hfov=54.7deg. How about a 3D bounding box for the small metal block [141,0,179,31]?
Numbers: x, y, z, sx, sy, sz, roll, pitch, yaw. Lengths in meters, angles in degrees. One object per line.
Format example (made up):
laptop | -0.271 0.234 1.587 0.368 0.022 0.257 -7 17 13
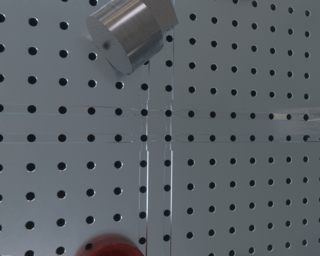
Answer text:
small metal block | -0.010 -0.152 0.409 0.050 0.025 0.050 -23 98 -19

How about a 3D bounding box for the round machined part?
round machined part | -0.058 0.192 0.383 0.099 0.042 0.097 0 90 -20

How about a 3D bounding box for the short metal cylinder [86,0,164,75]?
short metal cylinder | -0.042 -0.110 0.368 0.050 0.080 0.080 -42 104 -15

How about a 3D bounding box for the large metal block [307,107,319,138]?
large metal block | 0.297 -0.010 0.492 0.081 0.080 0.050 -2 91 -20
